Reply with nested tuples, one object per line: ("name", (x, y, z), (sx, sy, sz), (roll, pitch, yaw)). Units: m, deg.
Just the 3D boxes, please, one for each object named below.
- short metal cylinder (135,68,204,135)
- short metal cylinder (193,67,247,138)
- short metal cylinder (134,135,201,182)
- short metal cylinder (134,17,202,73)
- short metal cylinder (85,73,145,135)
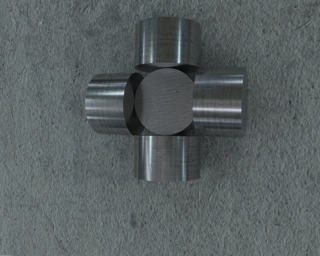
("short metal cylinder", (0.015, -0.031, 0.391), (0.080, 0.050, 0.079), (0, 90, 19))
("short metal cylinder", (0.072, -0.029, 0.355), (0.050, 0.080, 0.079), (2, 91, 20))
("short metal cylinder", (0.009, 0.034, 0.377), (0.080, 0.080, 0.050), (1, 90, 19))
("short metal cylinder", (0.010, -0.097, 0.376), (0.080, 0.080, 0.050), (2, 91, 19))
("short metal cylinder", (-0.052, -0.031, 0.399), (0.050, 0.080, 0.079), (2, 91, 20))
